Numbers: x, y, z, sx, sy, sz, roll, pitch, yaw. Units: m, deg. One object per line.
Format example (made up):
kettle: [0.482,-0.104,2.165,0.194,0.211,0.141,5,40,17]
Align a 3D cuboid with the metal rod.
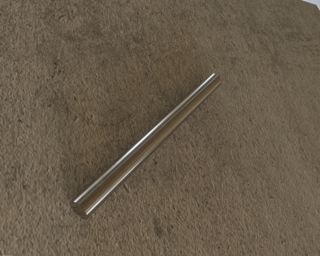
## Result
metal rod: [0.003,0.003,0.407,0.025,0.025,0.302,45,51,2]
